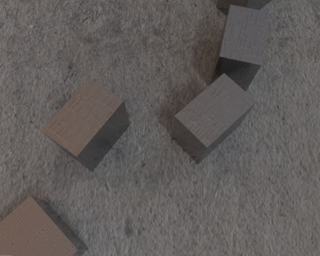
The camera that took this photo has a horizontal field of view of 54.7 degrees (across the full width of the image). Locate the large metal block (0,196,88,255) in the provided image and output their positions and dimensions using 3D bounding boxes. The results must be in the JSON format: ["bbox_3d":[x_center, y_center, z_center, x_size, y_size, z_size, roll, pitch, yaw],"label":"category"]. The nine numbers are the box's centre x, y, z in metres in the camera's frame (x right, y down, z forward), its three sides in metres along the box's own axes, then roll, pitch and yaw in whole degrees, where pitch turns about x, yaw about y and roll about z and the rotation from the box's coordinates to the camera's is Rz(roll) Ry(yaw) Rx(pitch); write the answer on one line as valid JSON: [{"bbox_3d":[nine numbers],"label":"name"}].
[{"bbox_3d":[-0.142,0.135,0.344,0.080,0.050,0.080,43,75,13],"label":"large metal block"}]

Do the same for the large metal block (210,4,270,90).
[{"bbox_3d":[0.105,-0.103,0.418,0.050,0.080,0.080,13,71,4],"label":"large metal block"}]

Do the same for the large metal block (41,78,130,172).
[{"bbox_3d":[-0.084,-0.001,0.378,0.050,0.080,0.080,34,73,11],"label":"large metal block"}]

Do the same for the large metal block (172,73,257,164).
[{"bbox_3d":[0.062,-0.008,0.383,0.080,0.080,0.050,-41,76,-14],"label":"large metal block"}]

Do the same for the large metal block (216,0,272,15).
[{"bbox_3d":[0.136,-0.214,0.459,0.080,0.080,0.050,-40,75,-13],"label":"large metal block"}]
